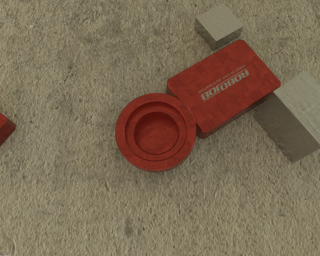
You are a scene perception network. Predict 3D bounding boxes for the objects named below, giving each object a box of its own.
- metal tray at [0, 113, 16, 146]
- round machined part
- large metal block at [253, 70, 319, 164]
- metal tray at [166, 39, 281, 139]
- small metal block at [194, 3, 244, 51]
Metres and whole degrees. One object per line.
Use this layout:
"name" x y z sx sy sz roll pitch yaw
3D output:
"metal tray" -0.266 0.020 0.394 0.090 0.030 0.130 32 73 10
"round machined part" -0.004 0.008 0.393 0.099 0.042 0.098 -1 73 3
"large metal block" 0.172 -0.010 0.385 0.050 0.080 0.080 -32 74 -11
"metal tray" 0.086 -0.055 0.427 0.131 0.030 0.090 -31 73 -11
"small metal block" 0.088 -0.152 0.465 0.050 0.025 0.050 -31 73 -11
